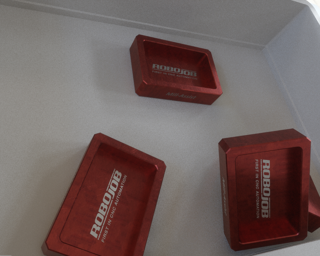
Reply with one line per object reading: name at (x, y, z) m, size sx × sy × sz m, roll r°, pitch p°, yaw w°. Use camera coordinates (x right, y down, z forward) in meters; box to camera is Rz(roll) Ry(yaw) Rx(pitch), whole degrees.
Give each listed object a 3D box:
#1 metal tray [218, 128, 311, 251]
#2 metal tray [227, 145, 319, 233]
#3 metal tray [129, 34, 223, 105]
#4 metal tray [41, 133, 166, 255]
metal tray at (0.117, 0.071, 0.350) m, size 0.091 × 0.129 × 0.030 m, roll -8°, pitch 19°, yaw -3°
metal tray at (0.156, 0.077, 0.422) m, size 0.131 × 0.030 × 0.090 m, roll 25°, pitch 34°, yaw -13°
metal tray at (0.024, -0.086, 0.467) m, size 0.131 × 0.030 × 0.090 m, roll 5°, pitch 60°, yaw -26°
metal tray at (-0.052, 0.078, 0.326) m, size 0.090 × 0.030 × 0.130 m, roll 26°, pitch 53°, yaw -12°
